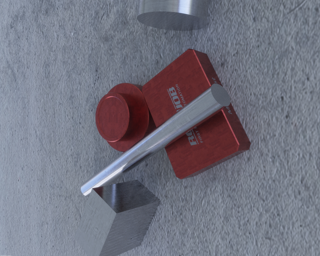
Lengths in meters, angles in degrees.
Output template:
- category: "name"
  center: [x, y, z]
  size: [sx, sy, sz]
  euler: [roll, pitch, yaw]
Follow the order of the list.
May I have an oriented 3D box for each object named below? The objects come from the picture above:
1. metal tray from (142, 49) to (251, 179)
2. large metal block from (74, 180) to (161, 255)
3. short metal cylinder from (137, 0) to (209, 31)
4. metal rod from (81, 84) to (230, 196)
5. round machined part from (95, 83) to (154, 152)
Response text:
- category: "metal tray"
  center: [0.038, -0.016, 0.369]
  size: [0.090, 0.030, 0.130]
  euler: [-34, 69, 34]
- category: "large metal block"
  center: [-0.056, 0.121, 0.413]
  size: [0.050, 0.081, 0.079]
  euler: [35, 111, 34]
- category: "short metal cylinder"
  center: [0.016, -0.147, 0.354]
  size: [0.080, 0.081, 0.050]
  euler: [9, 96, 39]
- category: "metal rod"
  center: [-0.029, 0.033, 0.395]
  size: [0.299, 0.025, 0.025]
  euler: [-37, 67, 44]
- category: "round machined part"
  center: [-0.053, -0.015, 0.435]
  size: [0.098, 0.042, 0.097]
  euler: [0, 90, 39]
